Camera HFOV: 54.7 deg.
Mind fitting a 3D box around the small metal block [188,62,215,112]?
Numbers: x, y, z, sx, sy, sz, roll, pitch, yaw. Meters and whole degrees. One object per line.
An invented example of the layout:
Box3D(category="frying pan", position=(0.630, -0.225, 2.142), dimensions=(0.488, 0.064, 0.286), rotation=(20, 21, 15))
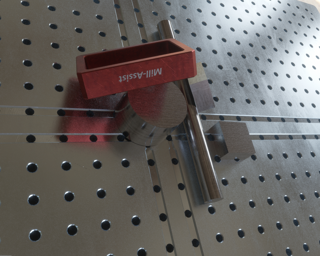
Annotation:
Box3D(category="small metal block", position=(0.058, -0.060, 0.451), dimensions=(0.025, 0.050, 0.050), rotation=(-17, 39, 9))

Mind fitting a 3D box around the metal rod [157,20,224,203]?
Box3D(category="metal rod", position=(0.038, -0.040, 0.454), dimensions=(0.025, 0.025, 0.299), rotation=(2, 61, -28))

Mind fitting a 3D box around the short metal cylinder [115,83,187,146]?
Box3D(category="short metal cylinder", position=(-0.012, -0.023, 0.401), dimensions=(0.081, 0.050, 0.080), rotation=(14, 55, -21))

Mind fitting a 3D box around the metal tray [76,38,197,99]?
Box3D(category="metal tray", position=(-0.032, -0.075, 0.374), dimensions=(0.131, 0.030, 0.090), rotation=(-13, 27, -10))

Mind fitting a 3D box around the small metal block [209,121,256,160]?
Box3D(category="small metal block", position=(0.107, 0.019, 0.456), dimensions=(0.050, 0.025, 0.050), rotation=(3, 61, -27))
